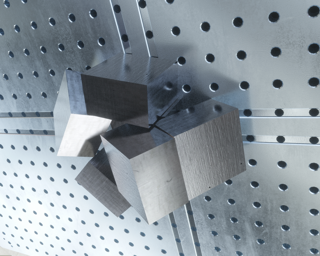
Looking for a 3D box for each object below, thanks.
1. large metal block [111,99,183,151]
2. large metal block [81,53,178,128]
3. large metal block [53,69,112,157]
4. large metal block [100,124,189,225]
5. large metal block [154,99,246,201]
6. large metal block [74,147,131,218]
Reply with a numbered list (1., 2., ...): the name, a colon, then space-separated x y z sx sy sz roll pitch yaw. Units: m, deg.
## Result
1. large metal block: -0.011 0.009 0.407 0.080 0.050 0.080 1 119 28
2. large metal block: -0.032 -0.048 0.364 0.080 0.080 0.050 13 124 21
3. large metal block: -0.106 -0.018 0.413 0.050 0.080 0.080 5 136 -29
4. large metal block: -0.018 0.044 0.343 0.080 0.050 0.080 28 137 56
5. large metal block: 0.046 0.022 0.354 0.050 0.081 0.080 33 141 58
6. large metal block: -0.059 0.065 0.446 0.080 0.080 0.050 42 129 -2
